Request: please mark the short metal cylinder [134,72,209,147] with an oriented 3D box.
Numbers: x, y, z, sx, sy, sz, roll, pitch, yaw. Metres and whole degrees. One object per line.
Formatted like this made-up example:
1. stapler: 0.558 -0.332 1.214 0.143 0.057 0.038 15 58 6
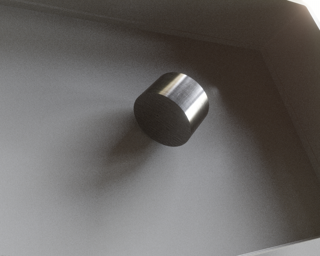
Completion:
1. short metal cylinder: 0.014 -0.023 0.390 0.080 0.080 0.050 41 51 -1
